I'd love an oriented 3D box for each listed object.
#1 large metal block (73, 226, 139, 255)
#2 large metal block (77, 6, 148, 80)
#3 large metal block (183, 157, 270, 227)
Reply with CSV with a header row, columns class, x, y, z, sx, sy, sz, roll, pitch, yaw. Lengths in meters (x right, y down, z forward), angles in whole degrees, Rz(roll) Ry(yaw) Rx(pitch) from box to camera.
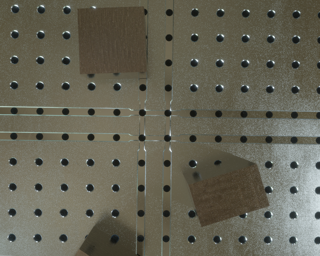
class,x,y,z,sx,sy,sz,roll,pitch,yaw
large metal block,-0.071,0.178,0.385,0.080,0.080,0.050,34,90,-1
large metal block,-0.058,-0.107,0.400,0.081,0.050,0.079,-2,90,-1
large metal block,0.077,0.075,0.387,0.080,0.080,0.050,-17,90,0
